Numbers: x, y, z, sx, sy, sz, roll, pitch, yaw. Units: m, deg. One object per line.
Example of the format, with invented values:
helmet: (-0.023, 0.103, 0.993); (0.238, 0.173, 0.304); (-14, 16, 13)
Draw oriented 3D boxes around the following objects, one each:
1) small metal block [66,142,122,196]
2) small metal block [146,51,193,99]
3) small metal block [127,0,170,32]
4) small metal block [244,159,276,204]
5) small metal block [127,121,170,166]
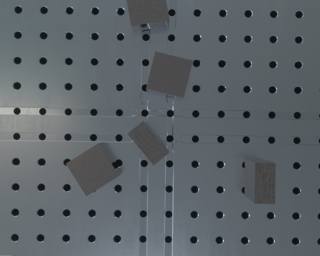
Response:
small metal block: (-0.087, 0.054, 0.413); (0.050, 0.025, 0.050); (-32, 90, 0)
small metal block: (0.012, -0.069, 0.413); (0.050, 0.025, 0.050); (14, 90, 0)
small metal block: (-0.017, -0.160, 0.413); (0.050, 0.025, 0.050); (-10, 90, 0)
small metal block: (0.128, 0.067, 0.402); (0.025, 0.050, 0.050); (1, 90, 0)
small metal block: (-0.014, 0.018, 0.401); (0.025, 0.050, 0.050); (-39, 90, 0)
